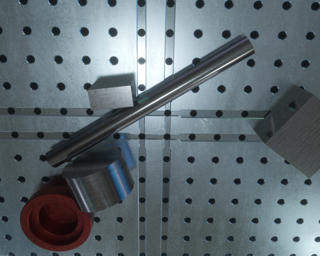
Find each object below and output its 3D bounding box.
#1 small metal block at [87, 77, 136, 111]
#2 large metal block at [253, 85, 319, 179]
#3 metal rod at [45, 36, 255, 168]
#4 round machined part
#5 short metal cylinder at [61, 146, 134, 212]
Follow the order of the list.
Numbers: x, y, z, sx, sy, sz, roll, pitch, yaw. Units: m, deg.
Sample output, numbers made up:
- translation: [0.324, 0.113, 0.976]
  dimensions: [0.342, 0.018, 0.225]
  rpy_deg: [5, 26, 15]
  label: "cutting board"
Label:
- translation: [-0.058, -0.043, 0.383]
  dimensions: [0.050, 0.050, 0.025]
  rpy_deg: [-6, 110, 2]
  label: "small metal block"
- translation: [0.186, 0.005, 0.405]
  dimensions: [0.080, 0.050, 0.080]
  rpy_deg: [36, 106, -13]
  label: "large metal block"
- translation: [-0.020, -0.029, 0.402]
  dimensions: [0.300, 0.025, 0.025]
  rpy_deg: [-29, 108, 10]
  label: "metal rod"
- translation: [-0.145, 0.126, 0.449]
  dimensions: [0.099, 0.042, 0.097]
  rpy_deg: [0, 110, -1]
  label: "round machined part"
- translation: [-0.080, 0.065, 0.407]
  dimensions: [0.080, 0.080, 0.050]
  rpy_deg: [-16, 110, 5]
  label: "short metal cylinder"
